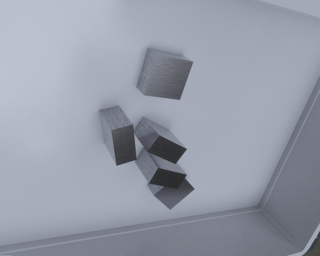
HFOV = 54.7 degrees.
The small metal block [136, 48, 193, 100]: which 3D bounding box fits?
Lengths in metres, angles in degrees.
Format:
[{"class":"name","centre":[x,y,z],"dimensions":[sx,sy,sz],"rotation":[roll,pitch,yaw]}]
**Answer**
[{"class":"small metal block","centre":[0.005,-0.064,0.372],"dimensions":[0.050,0.025,0.050],"rotation":[4,116,-31]}]

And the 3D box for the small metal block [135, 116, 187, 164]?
[{"class":"small metal block","centre":[-0.001,0.016,0.402],"dimensions":[0.050,0.050,0.025],"rotation":[28,103,-38]}]

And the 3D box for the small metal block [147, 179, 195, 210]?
[{"class":"small metal block","centre":[0.017,0.090,0.474],"dimensions":[0.050,0.025,0.050],"rotation":[-40,130,-1]}]

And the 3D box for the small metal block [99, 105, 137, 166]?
[{"class":"small metal block","centre":[-0.051,0.008,0.370],"dimensions":[0.025,0.050,0.050],"rotation":[-16,125,-20]}]

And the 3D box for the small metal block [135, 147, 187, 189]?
[{"class":"small metal block","centre":[0.001,0.055,0.427],"dimensions":[0.050,0.050,0.025],"rotation":[19,109,-36]}]
